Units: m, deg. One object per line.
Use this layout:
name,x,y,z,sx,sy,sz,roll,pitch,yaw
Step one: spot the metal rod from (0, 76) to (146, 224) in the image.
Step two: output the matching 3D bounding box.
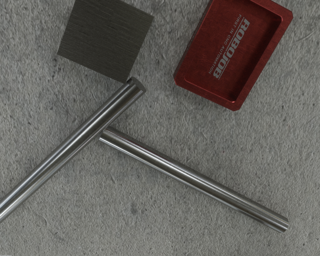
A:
metal rod,-0.135,0.040,0.412,0.299,0.025,0.025,-40,106,17

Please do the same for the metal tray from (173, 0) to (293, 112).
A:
metal tray,0.083,-0.096,0.372,0.090,0.030,0.129,24,108,-9

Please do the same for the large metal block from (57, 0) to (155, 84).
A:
large metal block,-0.060,-0.108,0.356,0.080,0.050,0.079,23,108,-9

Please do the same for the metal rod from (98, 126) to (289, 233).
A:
metal rod,0.054,0.076,0.438,0.301,0.025,0.025,28,107,-11
